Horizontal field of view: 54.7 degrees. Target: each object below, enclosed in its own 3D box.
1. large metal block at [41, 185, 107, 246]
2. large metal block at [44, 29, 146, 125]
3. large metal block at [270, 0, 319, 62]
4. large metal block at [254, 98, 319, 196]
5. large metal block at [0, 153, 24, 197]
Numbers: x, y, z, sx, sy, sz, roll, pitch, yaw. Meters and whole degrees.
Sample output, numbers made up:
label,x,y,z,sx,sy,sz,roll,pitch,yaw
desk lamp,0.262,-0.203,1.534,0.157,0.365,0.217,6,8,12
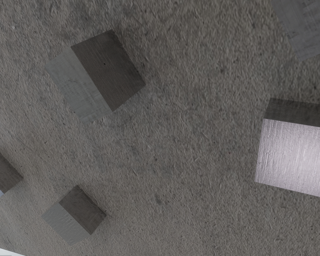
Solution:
label,x,y,z,sx,sy,sz,roll,pitch,yaw
large metal block,-0.161,0.164,0.577,0.080,0.050,0.080,48,129,-6
large metal block,-0.074,-0.062,0.372,0.050,0.080,0.080,-21,107,36
large metal block,0.139,-0.101,0.235,0.080,0.080,0.050,-22,107,36
large metal block,0.149,0.020,0.324,0.080,0.050,0.079,11,123,22
large metal block,-0.341,0.101,0.633,0.080,0.050,0.080,-32,101,38
